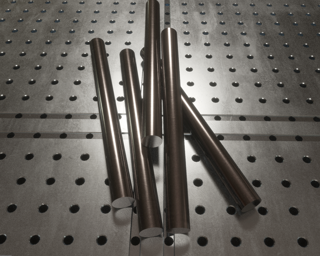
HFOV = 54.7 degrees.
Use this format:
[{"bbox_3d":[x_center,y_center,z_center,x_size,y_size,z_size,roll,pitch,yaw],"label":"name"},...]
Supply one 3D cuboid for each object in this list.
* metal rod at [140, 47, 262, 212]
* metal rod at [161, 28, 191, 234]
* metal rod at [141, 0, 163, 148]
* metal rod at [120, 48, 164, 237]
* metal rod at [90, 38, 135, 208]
[{"bbox_3d":[0.039,-0.021,0.425,0.025,0.025,0.300,-19,53,-15],"label":"metal rod"},{"bbox_3d":[0.016,-0.020,0.400,0.025,0.025,0.299,-1,57,-1],"label":"metal rod"},{"bbox_3d":[-0.011,-0.101,0.459,0.025,0.025,0.300,0,51,-1],"label":"metal rod"},{"bbox_3d":[-0.031,-0.007,0.412,0.025,0.025,0.300,-6,50,-6],"label":"metal rod"},{"bbox_3d":[-0.073,-0.031,0.432,0.025,0.025,0.300,-10,51,-9],"label":"metal rod"}]
